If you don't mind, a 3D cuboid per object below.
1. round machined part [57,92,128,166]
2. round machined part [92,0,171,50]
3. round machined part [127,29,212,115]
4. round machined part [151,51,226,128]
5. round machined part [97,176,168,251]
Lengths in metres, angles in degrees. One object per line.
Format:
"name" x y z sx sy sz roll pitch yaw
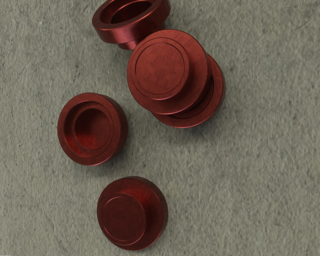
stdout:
"round machined part" -0.088 0.001 0.430 0.098 0.042 0.097 0 90 19
"round machined part" -0.032 -0.137 0.393 0.098 0.042 0.098 -13 46 14
"round machined part" 0.006 -0.064 0.352 0.098 0.042 0.097 0 90 19
"round machined part" 0.033 -0.049 0.388 0.098 0.042 0.097 0 90 19
"round machined part" -0.042 0.116 0.414 0.098 0.042 0.097 0 90 19
